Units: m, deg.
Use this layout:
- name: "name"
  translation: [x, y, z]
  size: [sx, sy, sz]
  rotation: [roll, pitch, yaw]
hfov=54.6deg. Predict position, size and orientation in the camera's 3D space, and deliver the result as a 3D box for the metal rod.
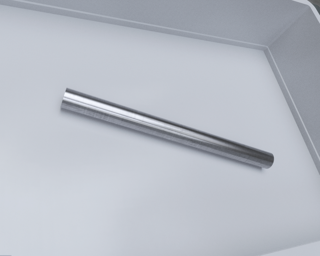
- name: "metal rod"
  translation: [0.023, 0.006, 0.412]
  size: [0.302, 0.025, 0.025]
  rotation: [17, 55, -18]
